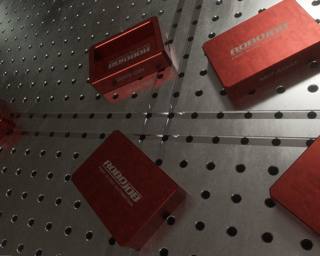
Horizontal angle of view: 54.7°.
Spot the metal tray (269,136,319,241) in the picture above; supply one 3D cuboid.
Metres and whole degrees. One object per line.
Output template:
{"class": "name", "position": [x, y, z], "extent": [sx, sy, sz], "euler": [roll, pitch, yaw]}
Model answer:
{"class": "metal tray", "position": [0.179, 0.045, 0.283], "extent": [0.130, 0.030, 0.090], "euler": [-45, 51, -4]}

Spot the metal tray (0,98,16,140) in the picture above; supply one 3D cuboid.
{"class": "metal tray", "position": [-0.338, 0.007, 0.574], "extent": [0.130, 0.030, 0.090], "euler": [-42, 51, -1]}

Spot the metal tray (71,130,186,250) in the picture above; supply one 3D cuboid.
{"class": "metal tray", "position": [-0.043, 0.071, 0.383], "extent": [0.090, 0.030, 0.130], "euler": [-47, 52, -5]}

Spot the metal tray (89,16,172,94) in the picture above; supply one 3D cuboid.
{"class": "metal tray", "position": [-0.052, -0.118, 0.502], "extent": [0.130, 0.030, 0.090], "euler": [-21, 54, 15]}

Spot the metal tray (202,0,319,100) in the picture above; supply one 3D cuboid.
{"class": "metal tray", "position": [0.131, -0.102, 0.399], "extent": [0.130, 0.030, 0.090], "euler": [-27, 53, 11]}
